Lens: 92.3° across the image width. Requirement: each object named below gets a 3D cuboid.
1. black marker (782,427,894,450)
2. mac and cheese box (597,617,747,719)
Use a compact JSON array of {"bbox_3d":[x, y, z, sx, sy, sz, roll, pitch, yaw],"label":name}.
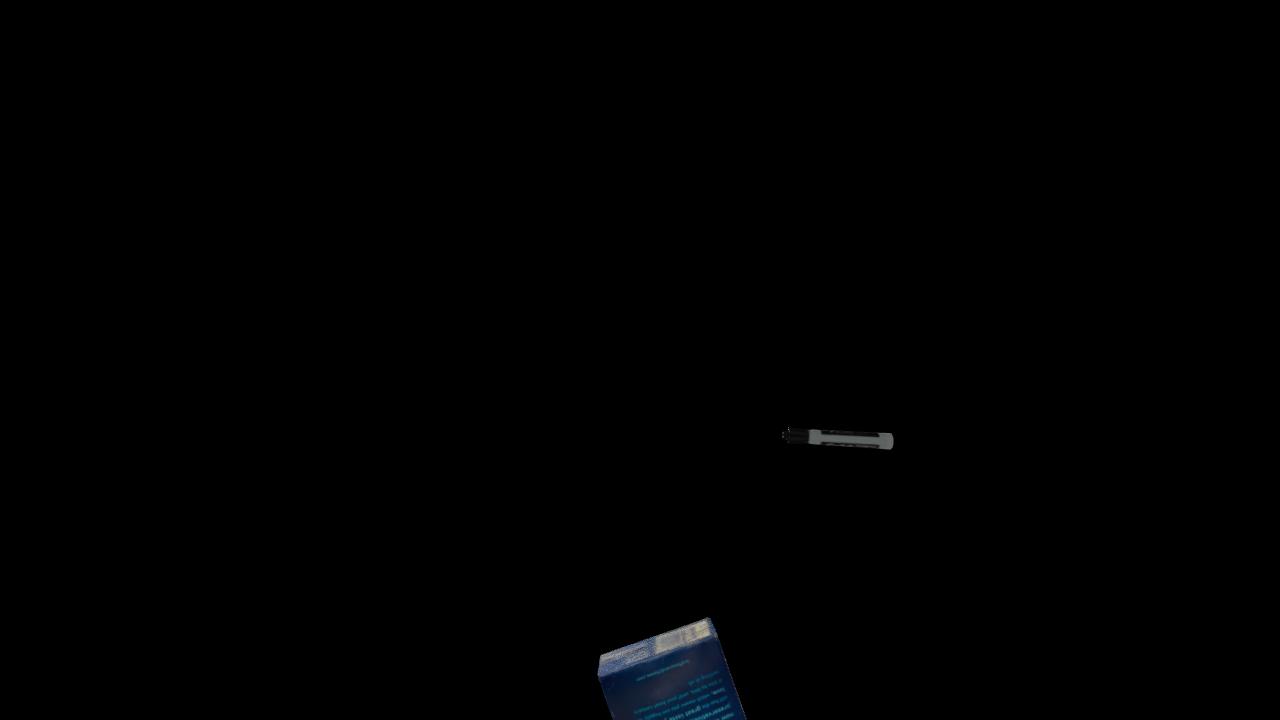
[{"bbox_3d":[0.224,0.089,0.700,0.121,0.020,0.020,3,0,4],"label":"black marker"},{"bbox_3d":[0.042,0.297,0.454,0.093,0.184,0.041,-19,0,-3],"label":"mac and cheese box"}]
